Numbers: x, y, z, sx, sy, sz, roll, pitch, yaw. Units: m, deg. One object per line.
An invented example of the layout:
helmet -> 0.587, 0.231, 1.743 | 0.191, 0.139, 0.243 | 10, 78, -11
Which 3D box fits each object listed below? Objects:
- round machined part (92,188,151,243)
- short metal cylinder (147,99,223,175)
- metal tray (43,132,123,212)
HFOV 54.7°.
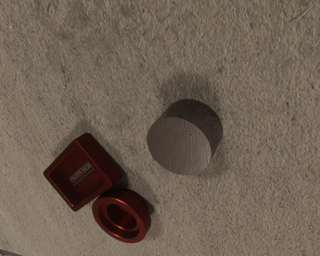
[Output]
round machined part -> -0.058, 0.139, 0.511 | 0.098, 0.042, 0.097 | 13, 124, 20
short metal cylinder -> 0.031, 0.011, 0.380 | 0.080, 0.050, 0.079 | 13, 124, 20
metal tray -> -0.131, 0.076, 0.511 | 0.090, 0.030, 0.129 | 51, 128, -1
